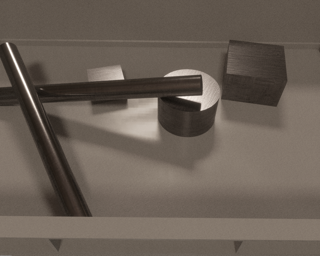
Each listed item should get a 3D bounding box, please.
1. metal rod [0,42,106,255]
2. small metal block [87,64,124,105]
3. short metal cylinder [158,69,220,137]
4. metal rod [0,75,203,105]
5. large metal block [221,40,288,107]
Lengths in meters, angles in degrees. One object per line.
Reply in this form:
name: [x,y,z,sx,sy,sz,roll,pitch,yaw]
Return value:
metal rod: [-0.138,0.007,0.365,0.025,0.025,0.299,-23,64,-19]
small metal block: [-0.078,-0.065,0.459,0.050,0.025,0.050,-11,51,-10]
short metal cylinder: [0.037,-0.034,0.418,0.081,0.050,0.080,0,50,0]
metal rod: [-0.097,-0.048,0.404,0.301,0.025,0.025,-1,49,14]
large metal block: [0.138,-0.083,0.460,0.080,0.050,0.080,9,51,7]
